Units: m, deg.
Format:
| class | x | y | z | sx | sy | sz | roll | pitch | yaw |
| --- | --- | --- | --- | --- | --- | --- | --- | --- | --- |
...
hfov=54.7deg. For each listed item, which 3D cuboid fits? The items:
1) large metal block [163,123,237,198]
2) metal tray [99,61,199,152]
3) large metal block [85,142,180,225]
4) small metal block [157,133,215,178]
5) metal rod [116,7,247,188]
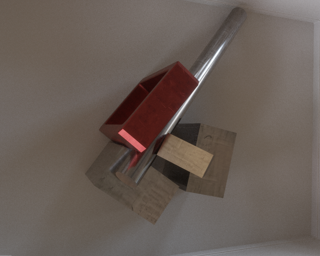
| class | x | y | z | sx | sy | sz | roll | pitch | yaw |
| --- | --- | --- | --- | --- | --- | --- | --- | --- | --- |
| large metal block | 0.047 | 0.039 | 0.400 | 0.050 | 0.080 | 0.080 | 14 | 85 | -20 |
| metal tray | -0.019 | -0.021 | 0.346 | 0.030 | 0.130 | 0.090 | 42 | 78 | -15 |
| large metal block | -0.036 | 0.062 | 0.369 | 0.080 | 0.080 | 0.050 | 38 | 78 | -17 |
| small metal block | 0.029 | 0.029 | 0.329 | 0.050 | 0.050 | 0.025 | 26 | 89 | 13 |
| metal rod | 0.041 | -0.057 | 0.377 | 0.025 | 0.025 | 0.301 | 43 | 59 | -15 |
